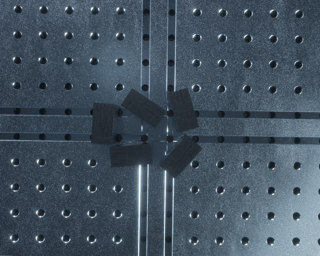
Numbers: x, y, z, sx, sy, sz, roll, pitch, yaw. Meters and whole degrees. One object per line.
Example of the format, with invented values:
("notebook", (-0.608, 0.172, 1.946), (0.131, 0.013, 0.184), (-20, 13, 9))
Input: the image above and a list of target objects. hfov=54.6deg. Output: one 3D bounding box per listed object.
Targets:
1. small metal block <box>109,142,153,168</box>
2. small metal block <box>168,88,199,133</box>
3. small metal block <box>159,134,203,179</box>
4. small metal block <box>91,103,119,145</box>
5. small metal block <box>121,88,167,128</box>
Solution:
("small metal block", (-0.035, 0.034, 0.400), (0.050, 0.050, 0.025), (-5, 90, 0))
("small metal block", (0.029, -0.021, 0.400), (0.025, 0.050, 0.050), (-16, 89, 0))
("small metal block", (0.026, 0.035, 0.400), (0.025, 0.050, 0.050), (42, 90, 1))
("small metal block", (-0.069, -0.005, 0.400), (0.025, 0.050, 0.050), (4, 91, 0))
("small metal block", (-0.020, -0.025, 0.401), (0.050, 0.050, 0.025), (34, 91, -1))
